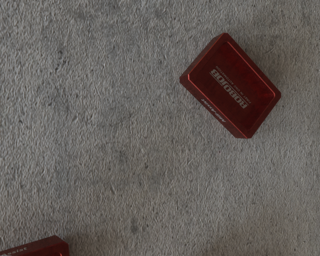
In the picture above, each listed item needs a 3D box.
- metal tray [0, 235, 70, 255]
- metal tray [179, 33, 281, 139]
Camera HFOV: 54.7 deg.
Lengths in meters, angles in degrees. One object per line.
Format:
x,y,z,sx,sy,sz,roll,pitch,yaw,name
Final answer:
-0.161,0.178,0.326,0.131,0.030,0.089,-6,92,-37,metal tray
0.103,-0.058,0.443,0.130,0.030,0.090,43,77,-15,metal tray
